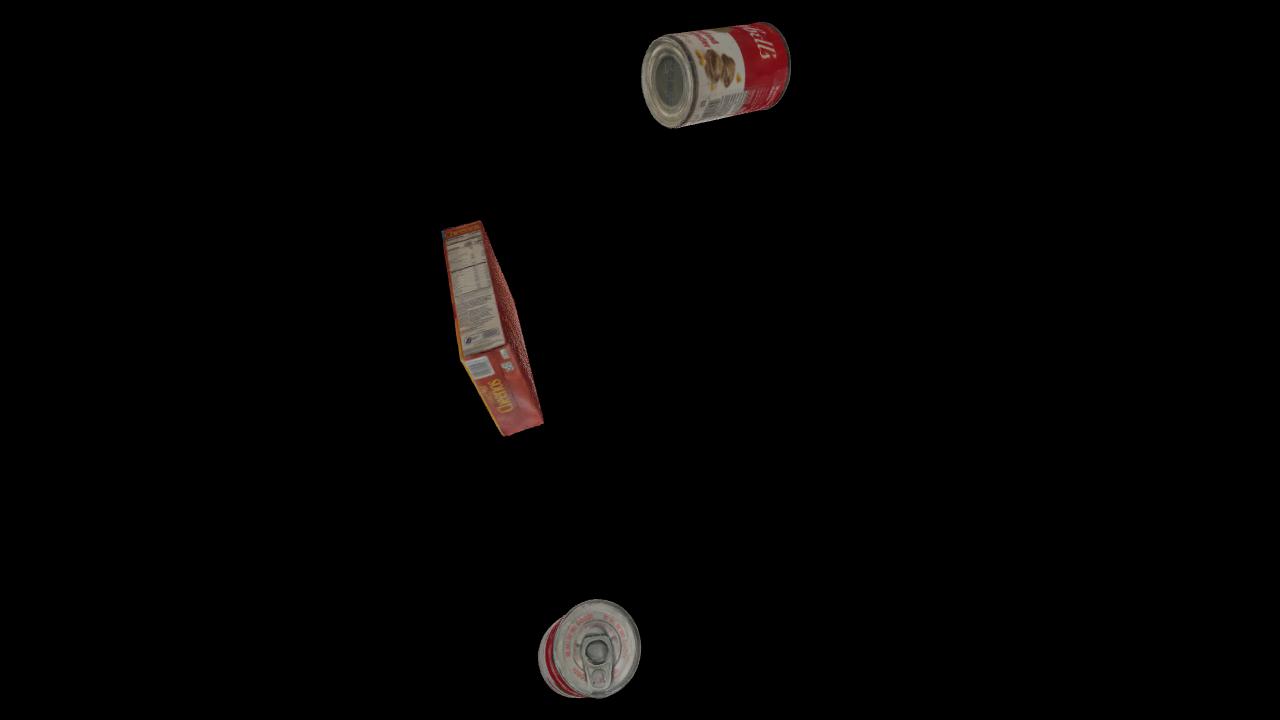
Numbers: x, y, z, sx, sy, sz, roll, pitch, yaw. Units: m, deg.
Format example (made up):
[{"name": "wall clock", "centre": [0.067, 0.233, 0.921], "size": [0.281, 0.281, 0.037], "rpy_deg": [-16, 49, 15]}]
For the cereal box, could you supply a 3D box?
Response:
[{"name": "cereal box", "centre": [-0.242, -0.056, 1.003], "size": [0.081, 0.306, 0.203], "rpy_deg": [-18, -39, -6]}]

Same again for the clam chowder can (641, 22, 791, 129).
[{"name": "clam chowder can", "centre": [0.060, -0.227, 0.491], "size": [0.102, 0.068, 0.068], "rpy_deg": [-24, 12, -28]}]

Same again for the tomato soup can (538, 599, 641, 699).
[{"name": "tomato soup can", "centre": [-0.045, 0.236, 0.499], "size": [0.068, 0.068, 0.101], "rpy_deg": [0, -27, -18]}]
